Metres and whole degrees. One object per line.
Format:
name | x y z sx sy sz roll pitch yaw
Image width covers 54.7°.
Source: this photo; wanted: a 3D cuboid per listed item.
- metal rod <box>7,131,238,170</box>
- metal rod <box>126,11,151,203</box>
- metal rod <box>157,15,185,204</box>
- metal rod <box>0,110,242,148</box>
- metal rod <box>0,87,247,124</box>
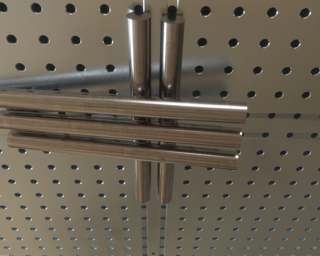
metal rod | -0.052 0.028 0.407 0.302 0.025 0.025 5 131 6
metal rod | -0.025 -0.001 0.411 0.025 0.025 0.298 1 130 -1
metal rod | 0.010 0.002 0.414 0.025 0.025 0.298 1 130 -1
metal rod | -0.054 0.000 0.384 0.302 0.025 0.025 4 131 6
metal rod | -0.055 -0.027 0.361 0.302 0.025 0.025 4 131 6
